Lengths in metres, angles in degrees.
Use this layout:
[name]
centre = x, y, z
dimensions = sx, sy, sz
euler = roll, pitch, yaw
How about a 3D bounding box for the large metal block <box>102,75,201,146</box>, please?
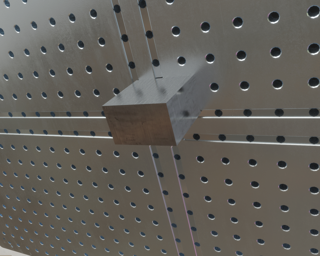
[large metal block]
centre = -0.007, -0.022, 0.366
dimensions = 0.080, 0.080, 0.050
euler = 0, 118, 28
